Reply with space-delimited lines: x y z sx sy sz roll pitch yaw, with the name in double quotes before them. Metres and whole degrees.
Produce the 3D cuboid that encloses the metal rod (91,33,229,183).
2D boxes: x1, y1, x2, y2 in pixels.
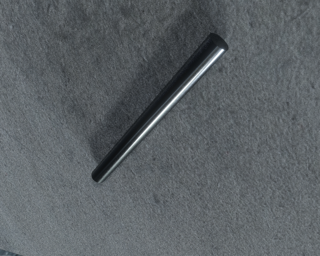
"metal rod" -0.020 -0.005 0.412 0.025 0.025 0.298 43 129 -2
